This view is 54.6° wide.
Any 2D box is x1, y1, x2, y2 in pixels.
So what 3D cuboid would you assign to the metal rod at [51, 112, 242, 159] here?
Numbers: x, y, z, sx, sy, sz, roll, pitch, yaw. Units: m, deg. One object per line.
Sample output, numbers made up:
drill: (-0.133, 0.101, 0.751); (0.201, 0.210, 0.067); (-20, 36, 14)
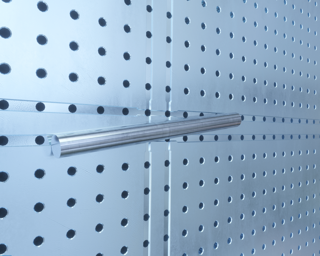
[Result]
metal rod: (0.008, 0.003, 0.414); (0.302, 0.025, 0.025); (-8, 95, -40)
